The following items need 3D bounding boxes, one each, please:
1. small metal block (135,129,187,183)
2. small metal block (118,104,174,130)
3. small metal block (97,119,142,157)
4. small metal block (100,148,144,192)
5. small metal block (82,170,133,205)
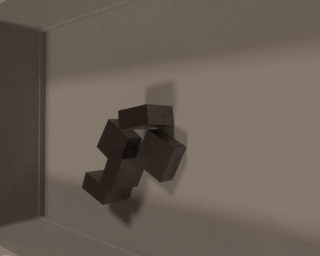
[{"bbox_3d":[0.000,0.035,0.405,0.050,0.025,0.050,33,110,34],"label":"small metal block"},{"bbox_3d":[-0.018,-0.013,0.403,0.050,0.050,0.025,-9,84,39],"label":"small metal block"},{"bbox_3d":[-0.061,0.021,0.455,0.050,0.025,0.050,40,114,32],"label":"small metal block"},{"bbox_3d":[-0.049,0.057,0.429,0.025,0.050,0.050,32,110,35],"label":"small metal block"},{"bbox_3d":[-0.076,0.084,0.451,0.050,0.050,0.025,26,107,36],"label":"small metal block"}]
